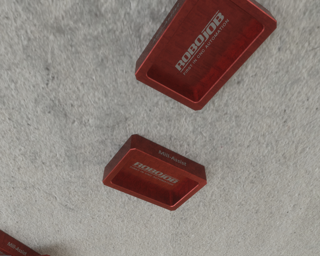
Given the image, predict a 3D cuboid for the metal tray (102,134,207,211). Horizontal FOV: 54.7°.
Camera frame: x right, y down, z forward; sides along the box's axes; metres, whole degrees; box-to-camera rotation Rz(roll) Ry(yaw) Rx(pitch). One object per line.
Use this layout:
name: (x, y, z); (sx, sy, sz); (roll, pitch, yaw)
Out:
metal tray: (-0.007, 0.071, 0.464); (0.131, 0.030, 0.090); (27, 125, -22)

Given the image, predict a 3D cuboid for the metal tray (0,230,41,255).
metal tray: (-0.316, 0.250, 0.611); (0.090, 0.030, 0.130); (-23, 127, 18)

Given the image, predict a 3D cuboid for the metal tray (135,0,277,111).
metal tray: (0.043, -0.087, 0.330); (0.090, 0.030, 0.129); (26, 125, -21)
